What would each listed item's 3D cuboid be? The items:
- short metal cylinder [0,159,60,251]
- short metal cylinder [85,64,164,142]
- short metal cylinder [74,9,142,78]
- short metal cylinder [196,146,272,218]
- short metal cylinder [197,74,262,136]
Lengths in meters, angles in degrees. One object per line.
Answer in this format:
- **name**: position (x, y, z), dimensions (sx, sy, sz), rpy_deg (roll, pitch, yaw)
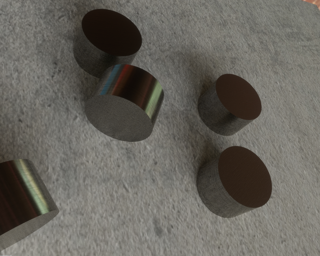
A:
- **short metal cylinder**: position (-0.133, 0.069, 0.256), dimensions (0.081, 0.080, 0.050), rpy_deg (-25, 76, -37)
- **short metal cylinder**: position (-0.041, -0.028, 0.365), dimensions (0.080, 0.080, 0.050), rpy_deg (27, 52, -12)
- **short metal cylinder**: position (-0.071, -0.113, 0.419), dimensions (0.081, 0.050, 0.080), rpy_deg (14, 56, -21)
- **short metal cylinder**: position (0.095, 0.070, 0.398), dimensions (0.081, 0.050, 0.080), rpy_deg (14, 56, -21)
- **short metal cylinder**: position (0.104, -0.035, 0.467), dimensions (0.081, 0.050, 0.080), rpy_deg (14, 56, -21)
